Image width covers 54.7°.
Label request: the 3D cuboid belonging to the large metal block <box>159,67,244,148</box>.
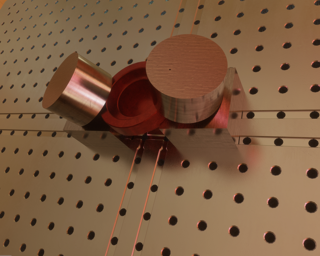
[{"bbox_3d":[0.053,-0.023,0.378,0.080,0.050,0.080,-1,61,28],"label":"large metal block"}]

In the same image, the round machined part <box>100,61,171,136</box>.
[{"bbox_3d":[-0.024,-0.033,0.393,0.098,0.042,0.098,-13,56,21],"label":"round machined part"}]

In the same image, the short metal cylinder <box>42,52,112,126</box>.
[{"bbox_3d":[-0.106,-0.049,0.397,0.080,0.050,0.080,-31,43,34],"label":"short metal cylinder"}]

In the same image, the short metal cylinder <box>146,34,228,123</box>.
[{"bbox_3d":[0.028,-0.052,0.328,0.080,0.050,0.080,-2,63,4],"label":"short metal cylinder"}]

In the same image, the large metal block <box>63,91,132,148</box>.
[{"bbox_3d":[-0.079,-0.020,0.446,0.080,0.050,0.080,1,62,28],"label":"large metal block"}]
